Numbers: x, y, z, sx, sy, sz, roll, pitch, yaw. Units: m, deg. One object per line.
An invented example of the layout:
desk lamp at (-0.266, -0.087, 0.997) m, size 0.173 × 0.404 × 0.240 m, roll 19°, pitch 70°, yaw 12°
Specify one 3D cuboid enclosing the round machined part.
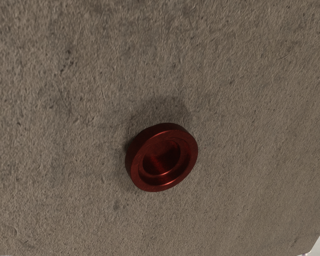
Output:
round machined part at (-0.001, 0.035, 0.419) m, size 0.099 × 0.042 × 0.097 m, roll -14°, pitch 125°, yaw -21°
